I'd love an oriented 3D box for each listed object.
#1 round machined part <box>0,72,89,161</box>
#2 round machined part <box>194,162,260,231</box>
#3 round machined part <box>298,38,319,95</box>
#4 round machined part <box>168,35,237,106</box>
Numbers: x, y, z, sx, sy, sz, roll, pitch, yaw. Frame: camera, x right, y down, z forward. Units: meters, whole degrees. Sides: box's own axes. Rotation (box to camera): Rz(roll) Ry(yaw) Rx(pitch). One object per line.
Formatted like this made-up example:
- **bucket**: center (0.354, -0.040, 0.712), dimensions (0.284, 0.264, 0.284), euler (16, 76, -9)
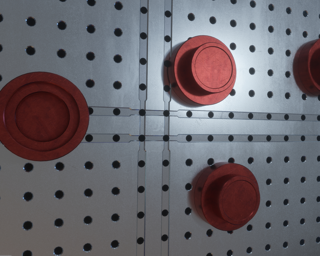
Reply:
- **round machined part**: center (-0.134, -0.013, 0.354), dimensions (0.099, 0.042, 0.097), euler (0, 90, -20)
- **round machined part**: center (0.103, 0.099, 0.443), dimensions (0.099, 0.042, 0.097), euler (0, 90, -21)
- **round machined part**: center (0.282, -0.103, 0.510), dimensions (0.099, 0.042, 0.097), euler (0, 90, -21)
- **round machined part**: center (0.065, -0.080, 0.429), dimensions (0.099, 0.042, 0.097), euler (0, 90, -20)
